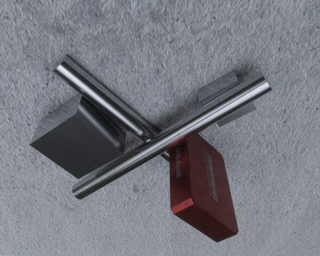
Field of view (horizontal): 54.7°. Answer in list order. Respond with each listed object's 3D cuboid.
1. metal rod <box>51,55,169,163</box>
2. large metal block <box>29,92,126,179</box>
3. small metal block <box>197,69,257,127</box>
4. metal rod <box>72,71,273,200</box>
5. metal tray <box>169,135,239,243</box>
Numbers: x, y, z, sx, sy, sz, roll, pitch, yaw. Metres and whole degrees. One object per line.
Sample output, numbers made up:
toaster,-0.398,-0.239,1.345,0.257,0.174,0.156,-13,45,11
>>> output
metal rod,-0.013,0.012,0.419,0.025,0.025,0.301,-35,123,25
large metal block,-0.101,0.010,0.398,0.080,0.050,0.080,-30,125,22
small metal block,0.082,-0.035,0.380,0.050,0.025,0.050,-28,125,21
metal rod,-0.002,0.021,0.393,0.300,0.025,0.025,-32,124,23
metal tray,0.053,0.066,0.396,0.030,0.130,0.090,-35,122,26
